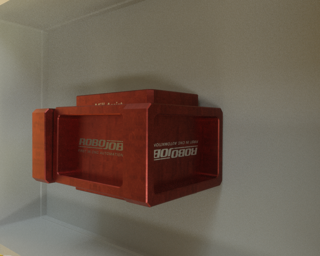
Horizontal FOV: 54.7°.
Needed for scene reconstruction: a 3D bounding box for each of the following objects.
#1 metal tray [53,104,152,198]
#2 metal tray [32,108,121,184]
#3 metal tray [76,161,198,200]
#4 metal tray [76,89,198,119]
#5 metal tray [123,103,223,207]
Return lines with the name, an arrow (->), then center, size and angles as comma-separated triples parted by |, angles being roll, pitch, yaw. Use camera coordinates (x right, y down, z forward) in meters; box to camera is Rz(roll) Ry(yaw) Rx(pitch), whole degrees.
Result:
metal tray -> -0.068, 0.021, 0.340 | 0.130, 0.030, 0.089 | 1, 90, 40
metal tray -> -0.104, 0.020, 0.423 | 0.030, 0.131, 0.089 | 1, 91, 40
metal tray -> -0.030, 0.063, 0.386 | 0.130, 0.091, 0.030 | 1, 90, 40
metal tray -> -0.030, -0.026, 0.385 | 0.130, 0.091, 0.030 | 1, 91, 40
metal tray -> 0.020, 0.022, 0.319 | 0.030, 0.131, 0.089 | 1, 91, 40
